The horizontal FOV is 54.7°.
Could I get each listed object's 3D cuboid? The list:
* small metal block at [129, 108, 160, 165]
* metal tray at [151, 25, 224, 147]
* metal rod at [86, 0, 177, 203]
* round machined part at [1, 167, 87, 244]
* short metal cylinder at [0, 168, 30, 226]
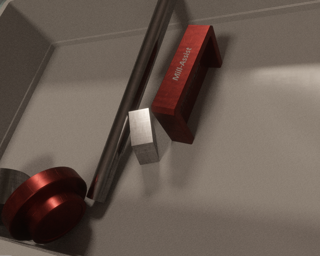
[{"bbox_3d":[-0.020,0.011,0.389,0.025,0.050,0.050,-11,56,3],"label":"small metal block"},{"bbox_3d":[0.040,-0.053,0.391,0.030,0.090,0.130,12,66,28],"label":"metal tray"},{"bbox_3d":[-0.034,-0.050,0.414,0.025,0.025,0.299,13,80,33],"label":"metal rod"},{"bbox_3d":[-0.128,0.097,0.366,0.042,0.098,0.098,40,84,28],"label":"round machined part"},{"bbox_3d":[-0.221,0.096,0.425,0.080,0.080,0.050,-21,54,15],"label":"short metal cylinder"}]
